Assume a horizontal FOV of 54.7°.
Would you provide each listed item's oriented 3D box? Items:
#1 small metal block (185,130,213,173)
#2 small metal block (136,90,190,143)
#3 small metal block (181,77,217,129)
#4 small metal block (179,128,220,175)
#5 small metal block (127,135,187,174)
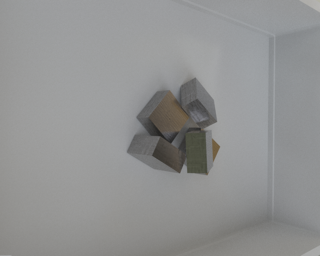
[{"bbox_3d":[0.052,0.029,0.403,0.050,0.025,0.050,-11,98,-72],"label":"small metal block"},{"bbox_3d":[0.005,-0.014,0.410,0.050,0.025,0.050,51,60,-28],"label":"small metal block"},{"bbox_3d":[0.055,-0.035,0.438,0.050,0.025,0.050,45,30,-31],"label":"small metal block"},{"bbox_3d":[0.056,0.034,0.454,0.050,0.025,0.050,43,64,-32],"label":"small metal block"},{"bbox_3d":[-0.004,0.032,0.386,0.050,0.050,0.025,36,68,-35],"label":"small metal block"}]
